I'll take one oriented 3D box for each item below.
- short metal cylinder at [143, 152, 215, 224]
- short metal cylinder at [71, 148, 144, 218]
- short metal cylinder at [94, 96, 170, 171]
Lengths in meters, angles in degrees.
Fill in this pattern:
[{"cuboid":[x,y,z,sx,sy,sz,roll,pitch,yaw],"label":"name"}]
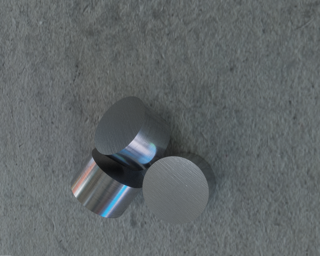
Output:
[{"cuboid":[0.025,0.072,0.385,0.080,0.050,0.079,0,92,18],"label":"short metal cylinder"},{"cuboid":[-0.067,0.070,0.402,0.080,0.080,0.050,39,102,15],"label":"short metal cylinder"},{"cuboid":[-0.035,0.007,0.387,0.080,0.050,0.080,-22,49,29],"label":"short metal cylinder"}]
